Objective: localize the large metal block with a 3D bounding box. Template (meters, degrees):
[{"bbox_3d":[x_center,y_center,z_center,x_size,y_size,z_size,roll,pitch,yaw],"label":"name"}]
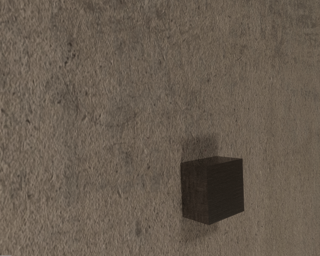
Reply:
[{"bbox_3d":[0.078,0.088,0.457,0.081,0.050,0.079,-5,93,-40],"label":"large metal block"}]
